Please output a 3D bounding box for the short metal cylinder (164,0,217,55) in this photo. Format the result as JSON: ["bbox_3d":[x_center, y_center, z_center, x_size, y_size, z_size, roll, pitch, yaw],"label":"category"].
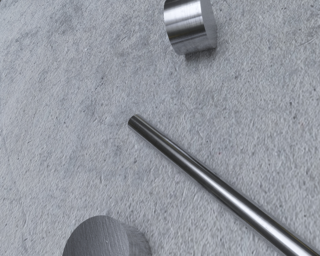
[{"bbox_3d":[0.045,-0.147,0.434,0.050,0.080,0.080,-8,58,24],"label":"short metal cylinder"}]

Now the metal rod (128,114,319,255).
[{"bbox_3d":[0.060,0.063,0.332,0.025,0.025,0.300,-48,52,-6],"label":"metal rod"}]

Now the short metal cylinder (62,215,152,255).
[{"bbox_3d":[-0.056,0.139,0.330,0.080,0.050,0.080,-13,56,20],"label":"short metal cylinder"}]
